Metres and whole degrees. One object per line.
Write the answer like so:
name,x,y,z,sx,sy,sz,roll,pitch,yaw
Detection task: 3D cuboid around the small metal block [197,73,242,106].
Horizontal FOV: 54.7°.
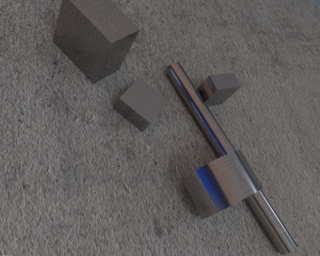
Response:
small metal block,0.086,-0.057,0.471,0.050,0.050,0.025,-11,68,-33

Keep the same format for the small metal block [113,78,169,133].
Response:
small metal block,-0.025,-0.031,0.411,0.050,0.025,0.050,39,51,-2

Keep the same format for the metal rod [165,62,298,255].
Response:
metal rod,0.093,0.032,0.436,0.025,0.025,0.299,-20,73,-36

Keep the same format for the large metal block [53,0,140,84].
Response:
large metal block,-0.084,-0.118,0.396,0.080,0.080,0.050,46,51,4

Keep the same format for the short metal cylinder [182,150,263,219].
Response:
short metal cylinder,0.073,0.067,0.369,0.081,0.080,0.050,-16,71,-35
